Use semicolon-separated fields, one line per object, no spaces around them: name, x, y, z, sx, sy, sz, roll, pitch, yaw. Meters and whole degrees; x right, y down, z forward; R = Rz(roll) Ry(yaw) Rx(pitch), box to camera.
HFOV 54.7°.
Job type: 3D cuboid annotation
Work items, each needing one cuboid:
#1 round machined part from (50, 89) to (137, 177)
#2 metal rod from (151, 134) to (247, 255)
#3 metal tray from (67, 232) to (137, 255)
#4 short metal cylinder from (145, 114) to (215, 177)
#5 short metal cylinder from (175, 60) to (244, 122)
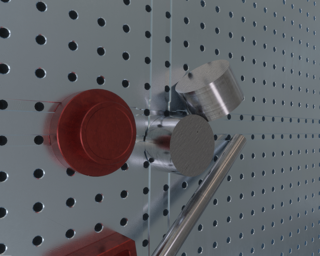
round machined part;-0.066;0.005;0.343;0.099;0.042;0.097;0;90;-40
metal rod;0.052;0.107;0.430;0.301;0.025;0.025;-46;118;-37
metal tray;-0.065;0.199;0.351;0.091;0.030;0.129;-13;98;-39
short metal cylinder;0.027;0.022;0.415;0.081;0.050;0.079;-1;91;-39
short metal cylinder;0.069;-0.052;0.430;0.080;0.080;0.050;-47;118;-30
